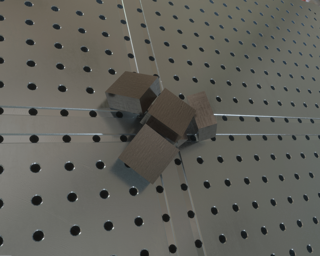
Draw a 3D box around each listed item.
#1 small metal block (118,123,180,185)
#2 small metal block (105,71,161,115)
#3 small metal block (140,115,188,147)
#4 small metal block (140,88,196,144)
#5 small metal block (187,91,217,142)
[{"bbox_3d":[-0.013,0.030,0.366,0.050,0.025,0.050,38,88,-2],"label":"small metal block"},{"bbox_3d":[-0.034,-0.047,0.402,0.050,0.025,0.050,14,47,24],"label":"small metal block"},{"bbox_3d":[0.004,-0.003,0.412,0.050,0.025,0.050,1,64,-27],"label":"small metal block"},{"bbox_3d":[0.011,-0.015,0.390,0.050,0.025,0.050,36,51,-5],"label":"small metal block"},{"bbox_3d":[0.058,-0.015,0.428,0.025,0.050,0.050,-17,67,0],"label":"small metal block"}]
